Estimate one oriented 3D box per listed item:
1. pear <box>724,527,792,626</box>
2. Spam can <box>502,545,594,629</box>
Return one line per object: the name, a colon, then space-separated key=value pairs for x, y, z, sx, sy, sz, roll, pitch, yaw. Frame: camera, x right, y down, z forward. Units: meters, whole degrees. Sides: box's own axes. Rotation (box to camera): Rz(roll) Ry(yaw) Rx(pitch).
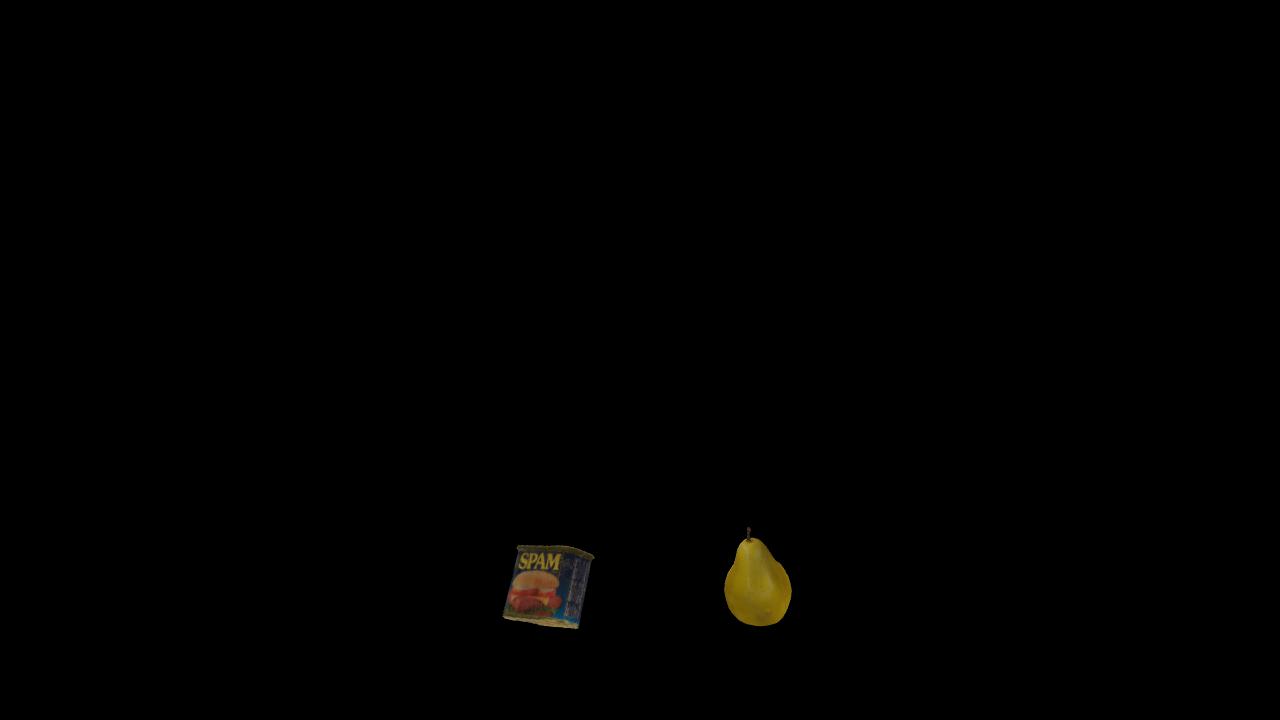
pear: x=0.128 y=0.238 z=0.695 sx=0.080 sy=0.111 sz=0.080 roll=-9 pitch=1 yaw=0
Spam can: x=-0.111 y=0.273 z=0.743 sx=0.101 sy=0.085 sz=0.058 roll=-12 pitch=-35 yaw=35
